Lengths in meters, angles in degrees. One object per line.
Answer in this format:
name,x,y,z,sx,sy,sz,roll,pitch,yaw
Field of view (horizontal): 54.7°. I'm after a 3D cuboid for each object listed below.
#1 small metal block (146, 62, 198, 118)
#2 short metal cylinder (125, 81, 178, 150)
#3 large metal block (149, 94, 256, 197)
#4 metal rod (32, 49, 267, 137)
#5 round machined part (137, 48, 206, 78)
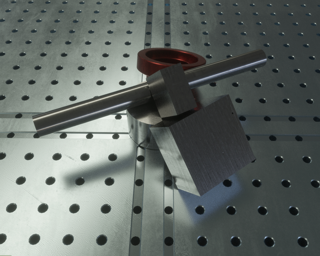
small metal block,0.012,-0.040,0.346,0.025,0.050,0.050,-23,96,-19
short metal cylinder,-0.003,-0.018,0.406,0.081,0.050,0.080,0,50,0
large metal block,0.048,0.017,0.348,0.081,0.050,0.080,-29,100,-22
metal rod,0.001,-0.049,0.383,0.302,0.025,0.025,-19,53,-16
round machined part,0.015,-0.084,0.452,0.099,0.042,0.098,5,28,-2
